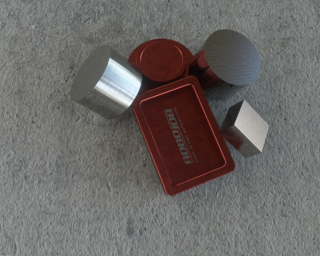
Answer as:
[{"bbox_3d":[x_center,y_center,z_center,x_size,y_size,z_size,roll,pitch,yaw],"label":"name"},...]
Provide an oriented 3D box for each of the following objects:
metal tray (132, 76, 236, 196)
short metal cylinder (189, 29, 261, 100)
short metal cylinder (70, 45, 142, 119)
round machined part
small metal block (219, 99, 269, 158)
[{"bbox_3d":[0.027,0.009,0.392,0.091,0.030,0.129,-21,81,-8],"label":"metal tray"},{"bbox_3d":[0.086,-0.084,0.416,0.081,0.050,0.080,6,71,-17],"label":"short metal cylinder"},{"bbox_3d":[-0.069,-0.057,0.394,0.050,0.080,0.080,32,66,-36],"label":"short metal cylinder"},{"bbox_3d":[0.002,-0.085,0.432,0.099,0.042,0.098,0,70,0],"label":"round machined part"},{"bbox_3d":[0.107,0.001,0.391,0.050,0.025,0.050,43,49,-13],"label":"small metal block"}]
